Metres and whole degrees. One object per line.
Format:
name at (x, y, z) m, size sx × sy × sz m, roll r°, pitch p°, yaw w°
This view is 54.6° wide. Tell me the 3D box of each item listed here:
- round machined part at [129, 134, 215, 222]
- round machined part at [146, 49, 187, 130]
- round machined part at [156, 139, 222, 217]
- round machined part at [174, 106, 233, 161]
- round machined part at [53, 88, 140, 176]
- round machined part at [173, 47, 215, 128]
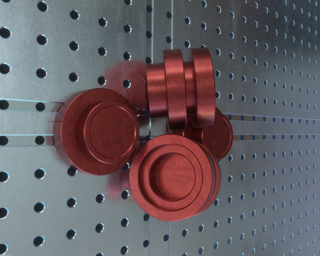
round machined part at (0.017, 0.058, 0.369) m, size 0.042 × 0.098 × 0.098 m, roll 25°, pitch 71°, yaw -71°
round machined part at (0.006, -0.046, 0.381) m, size 0.042 × 0.098 × 0.097 m, roll -4°, pitch 94°, yaw 0°
round machined part at (0.030, 0.063, 0.398) m, size 0.042 × 0.098 × 0.098 m, roll 27°, pitch 70°, yaw -70°
round machined part at (0.070, 0.012, 0.456) m, size 0.099 × 0.042 × 0.097 m, roll 0°, pitch 90°, yaw -40°
round machined part at (-0.062, 0.004, 0.344) m, size 0.099 × 0.042 × 0.097 m, roll 0°, pitch 90°, yaw -40°
round machined part at (0.038, -0.048, 0.384) m, size 0.042 × 0.098 × 0.097 m, roll -4°, pitch 94°, yaw 0°
